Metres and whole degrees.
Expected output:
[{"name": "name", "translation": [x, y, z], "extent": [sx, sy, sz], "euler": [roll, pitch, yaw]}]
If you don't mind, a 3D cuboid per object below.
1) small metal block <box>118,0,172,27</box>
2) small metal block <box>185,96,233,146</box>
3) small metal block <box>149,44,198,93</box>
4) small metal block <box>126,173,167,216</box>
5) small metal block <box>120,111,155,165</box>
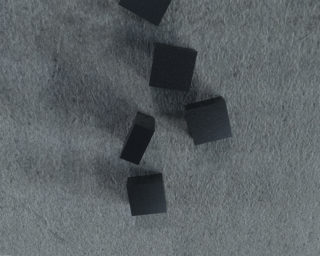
[{"name": "small metal block", "translation": [-0.013, -0.152, 0.354], "extent": [0.050, 0.025, 0.050], "euler": [27, 108, -10]}, {"name": "small metal block", "translation": [0.063, -0.010, 0.407], "extent": [0.050, 0.025, 0.050], "euler": [-14, 110, 4]}, {"name": "small metal block", "translation": [0.015, -0.075, 0.383], "extent": [0.050, 0.025, 0.050], "euler": [9, 110, -4]}, {"name": "small metal block", "translation": [-0.018, 0.096, 0.445], "extent": [0.050, 0.025, 0.050], "euler": [-7, 110, 2]}, {"name": "small metal block", "translation": [-0.028, 0.012, 0.401], "extent": [0.025, 0.050, 0.050], "euler": [23, 108, -9]}]
